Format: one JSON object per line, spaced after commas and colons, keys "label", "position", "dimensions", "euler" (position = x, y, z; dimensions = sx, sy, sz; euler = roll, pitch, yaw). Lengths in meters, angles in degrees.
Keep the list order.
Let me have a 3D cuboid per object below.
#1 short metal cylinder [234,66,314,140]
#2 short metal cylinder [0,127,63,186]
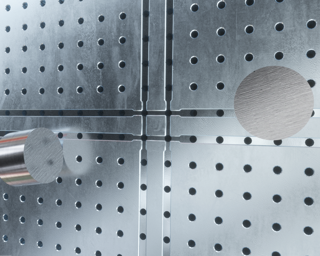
{"label": "short metal cylinder", "position": [0.128, -0.027, 0.354], "dimensions": [0.080, 0.050, 0.079], "euler": [0, 90, 19]}
{"label": "short metal cylinder", "position": [-0.186, 0.042, 0.447], "dimensions": [0.050, 0.080, 0.080], "euler": [-9, 87, 19]}
